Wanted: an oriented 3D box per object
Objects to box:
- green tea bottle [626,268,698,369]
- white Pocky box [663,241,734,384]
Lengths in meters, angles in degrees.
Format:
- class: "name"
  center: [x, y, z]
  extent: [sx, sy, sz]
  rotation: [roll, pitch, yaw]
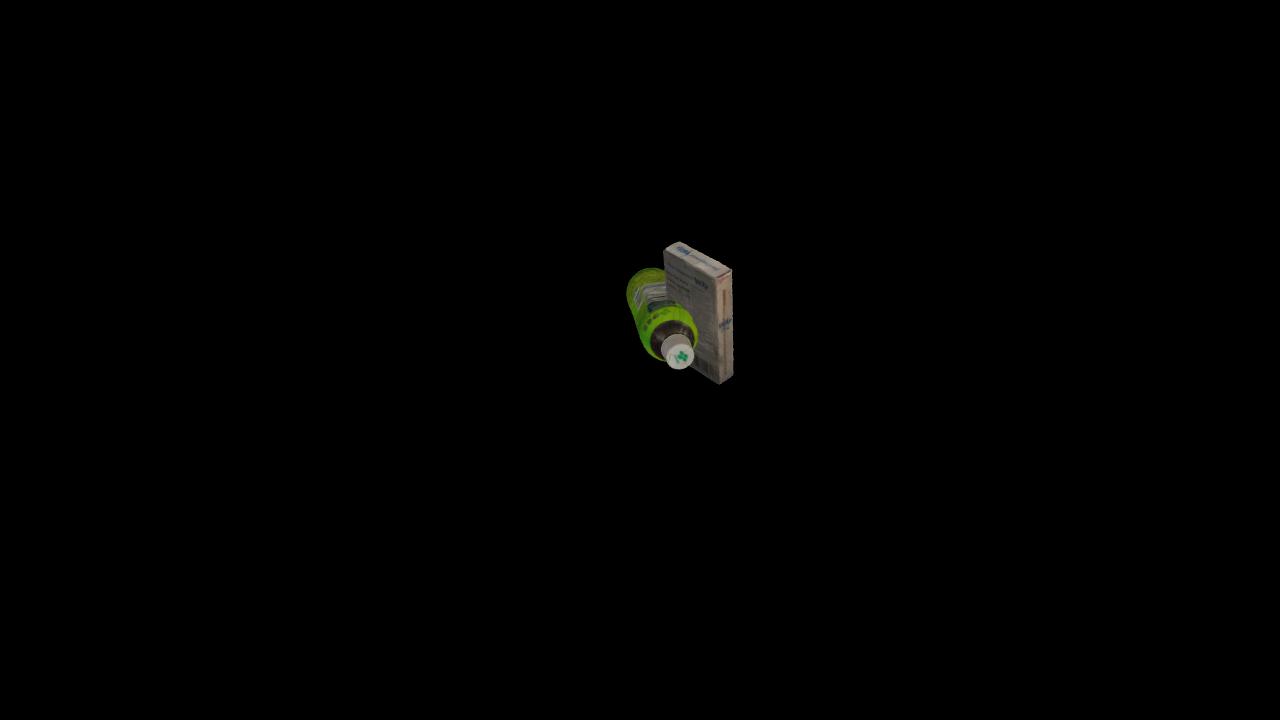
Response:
- class: "green tea bottle"
  center: [0.027, -0.048, 0.732]
  extent: [0.073, 0.073, 0.212]
  rotation: [0, 25, -6]
- class: "white Pocky box"
  center: [0.066, -0.050, 0.692]
  extent: [0.028, 0.154, 0.084]
  rotation: [-33, 48, -25]
